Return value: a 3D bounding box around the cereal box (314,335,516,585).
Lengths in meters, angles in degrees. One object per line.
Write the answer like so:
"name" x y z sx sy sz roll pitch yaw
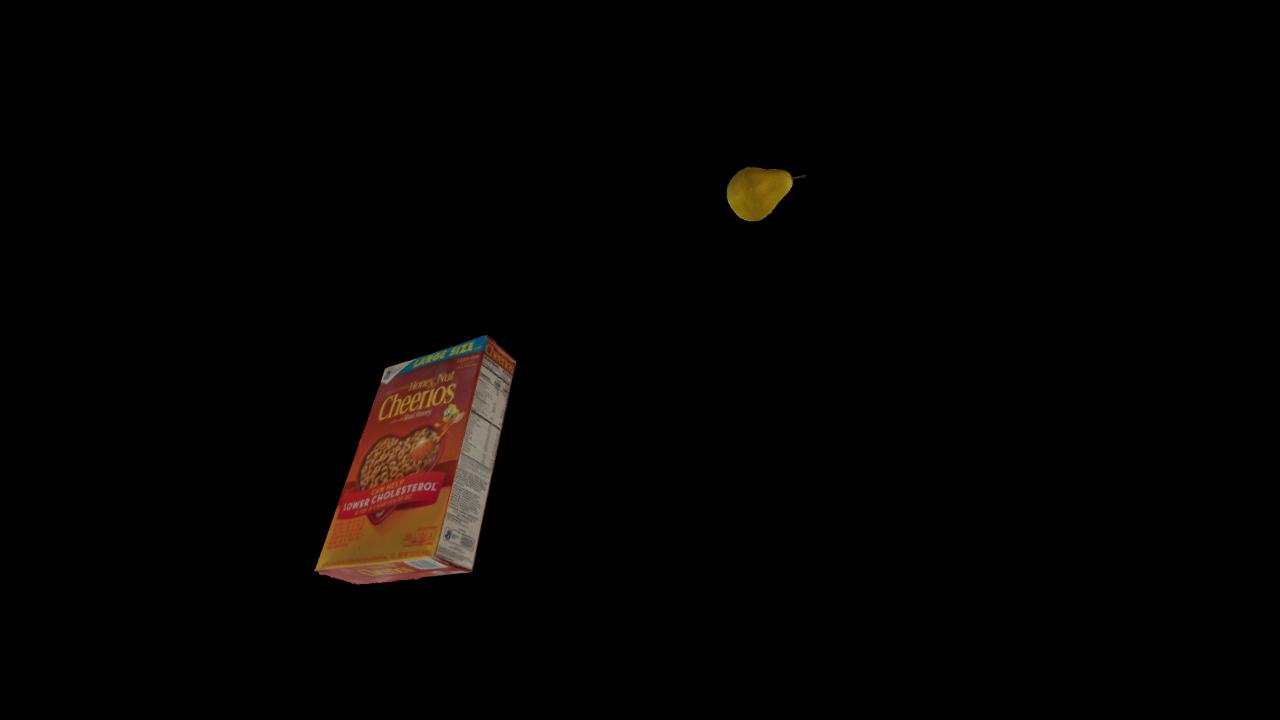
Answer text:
"cereal box" -0.288 0.128 0.815 0.203 0.306 0.081 -14 -37 25

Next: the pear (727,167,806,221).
"pear" 0.184 -0.254 0.905 0.111 0.080 0.080 -24 -15 37
